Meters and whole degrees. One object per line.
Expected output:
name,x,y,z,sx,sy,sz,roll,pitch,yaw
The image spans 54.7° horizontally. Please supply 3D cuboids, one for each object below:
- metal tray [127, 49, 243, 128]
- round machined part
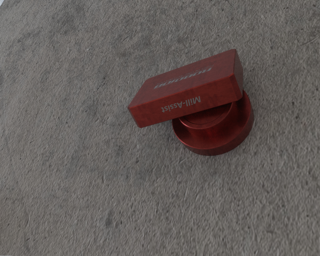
metal tray,0.034,-0.050,0.382,0.130,0.030,0.090,-15,26,23
round machined part,0.059,-0.019,0.374,0.098,0.042,0.098,-13,56,21
